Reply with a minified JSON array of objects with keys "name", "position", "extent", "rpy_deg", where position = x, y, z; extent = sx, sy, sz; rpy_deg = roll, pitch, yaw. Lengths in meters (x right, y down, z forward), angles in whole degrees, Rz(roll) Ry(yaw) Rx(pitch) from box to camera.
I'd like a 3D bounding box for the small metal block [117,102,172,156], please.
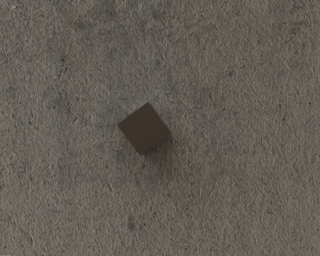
[{"name":"small metal block","position":[-0.020,0.001,0.411],"extent":[0.050,0.025,0.050],"rpy_deg":[-37,90,0]}]
